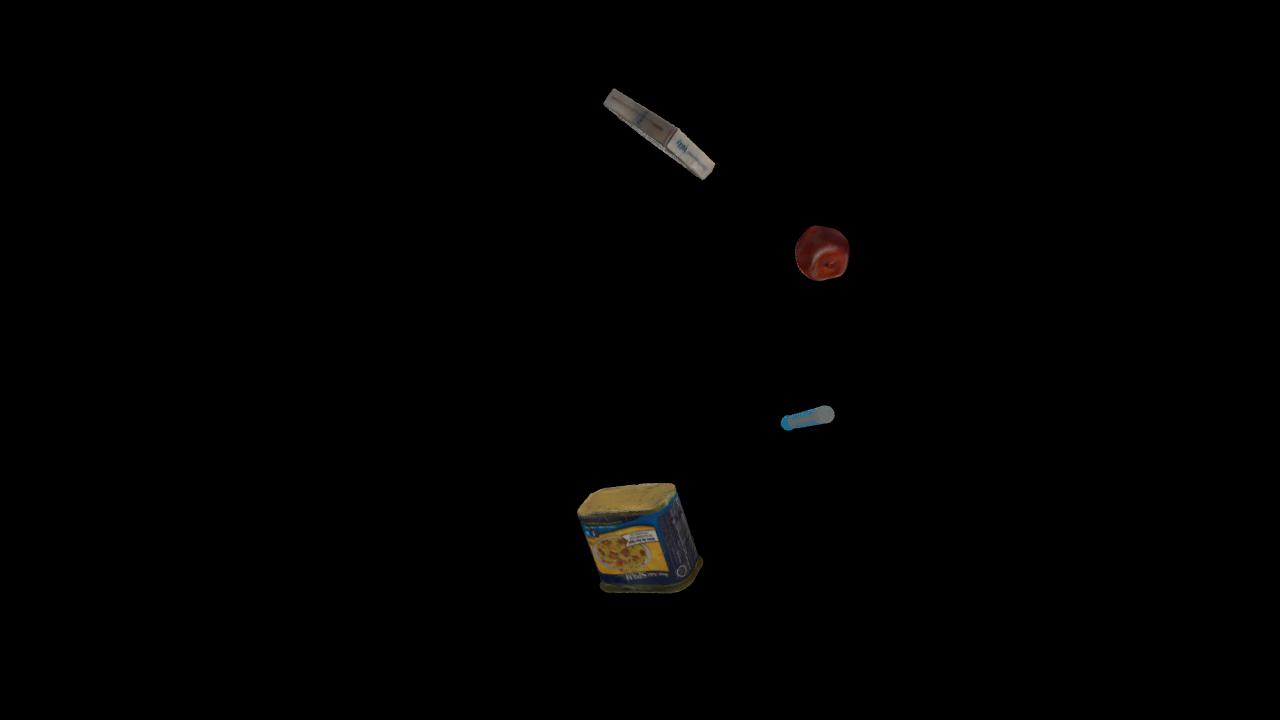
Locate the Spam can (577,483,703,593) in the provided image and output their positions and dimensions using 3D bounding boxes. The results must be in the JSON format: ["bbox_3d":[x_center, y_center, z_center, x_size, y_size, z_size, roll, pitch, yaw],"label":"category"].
[{"bbox_3d":[-0.002,0.168,0.584,0.101,0.085,0.058,-12,14,28],"label":"Spam can"}]

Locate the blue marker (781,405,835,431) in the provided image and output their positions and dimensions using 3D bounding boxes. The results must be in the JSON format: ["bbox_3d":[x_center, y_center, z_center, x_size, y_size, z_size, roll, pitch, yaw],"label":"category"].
[{"bbox_3d":[0.188,0.067,0.701,0.020,0.020,0.121,0,-10,-7],"label":"blue marker"}]

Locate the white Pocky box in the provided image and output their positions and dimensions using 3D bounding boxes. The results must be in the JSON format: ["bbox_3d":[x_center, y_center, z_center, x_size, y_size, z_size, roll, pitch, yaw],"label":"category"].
[{"bbox_3d":[0.022,-0.283,0.767,0.084,0.028,0.154,23,21,-47],"label":"white Pocky box"}]

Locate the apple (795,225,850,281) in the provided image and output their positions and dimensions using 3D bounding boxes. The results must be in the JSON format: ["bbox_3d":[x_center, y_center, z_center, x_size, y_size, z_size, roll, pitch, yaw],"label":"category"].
[{"bbox_3d":[0.267,-0.159,0.908,0.079,0.079,0.093,0,37,-1],"label":"apple"}]
